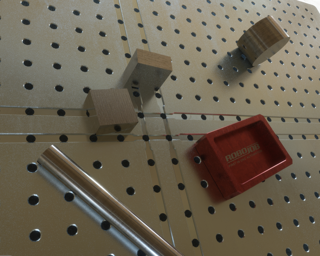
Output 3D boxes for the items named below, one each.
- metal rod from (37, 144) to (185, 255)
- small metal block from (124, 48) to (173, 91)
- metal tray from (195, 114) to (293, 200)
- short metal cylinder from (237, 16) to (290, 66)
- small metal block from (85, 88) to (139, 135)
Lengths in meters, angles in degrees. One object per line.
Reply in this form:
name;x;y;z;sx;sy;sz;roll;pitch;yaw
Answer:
metal rod;-0.007;0.125;0.329;0.300;0.025;0.025;41;51;-1
small metal block;-0.017;-0.080;0.433;0.050;0.050;0.025;8;58;-24
metal tray;0.124;0.037;0.451;0.131;0.030;0.090;-17;71;-35
short metal cylinder;0.192;-0.161;0.577;0.081;0.080;0.050;-24;75;-37
small metal block;-0.061;-0.021;0.389;0.050;0.025;0.050;-7;65;-31
